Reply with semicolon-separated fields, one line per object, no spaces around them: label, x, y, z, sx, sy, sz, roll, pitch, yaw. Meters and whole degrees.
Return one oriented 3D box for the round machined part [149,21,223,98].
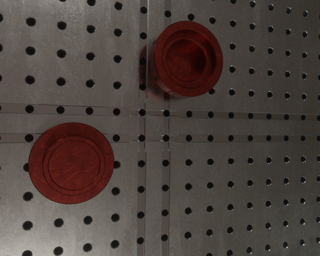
round machined part;0.031;-0.089;0.416;0.099;0.042;0.097;0;90;-21

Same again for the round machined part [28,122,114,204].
round machined part;-0.103;0.042;0.366;0.099;0.042;0.097;0;90;-21
